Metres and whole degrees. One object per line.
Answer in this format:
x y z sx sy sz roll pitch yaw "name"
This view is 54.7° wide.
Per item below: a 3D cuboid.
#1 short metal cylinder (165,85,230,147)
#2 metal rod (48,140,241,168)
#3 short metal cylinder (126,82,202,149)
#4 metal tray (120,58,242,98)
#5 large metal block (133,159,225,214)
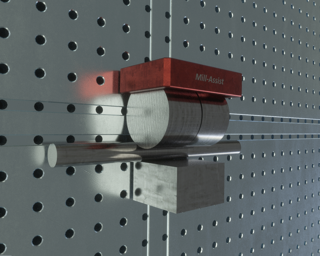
0.043 -0.015 0.406 0.050 0.080 0.080 2 89 -40 "short metal cylinder"
0.007 0.030 0.410 0.302 0.025 0.025 1 90 -40 "metal rod"
0.003 -0.016 0.373 0.050 0.080 0.079 1 90 -40 "short metal cylinder"
0.028 -0.056 0.386 0.131 0.090 0.030 1 89 -40 "metal tray"
0.023 0.067 0.388 0.081 0.080 0.050 1 90 -40 "large metal block"
